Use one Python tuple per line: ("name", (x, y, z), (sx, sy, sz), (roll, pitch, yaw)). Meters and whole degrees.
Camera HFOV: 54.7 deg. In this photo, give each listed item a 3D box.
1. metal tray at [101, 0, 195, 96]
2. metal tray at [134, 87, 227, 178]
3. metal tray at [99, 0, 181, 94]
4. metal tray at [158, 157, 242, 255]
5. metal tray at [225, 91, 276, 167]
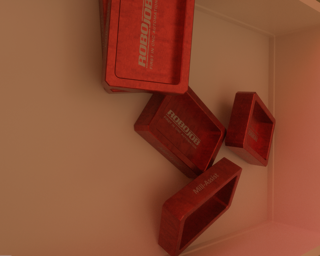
("metal tray", (-0.012, -0.104, 0.336), (0.091, 0.030, 0.129), (4, 90, -18))
("metal tray", (0.035, 0.003, 0.434), (0.130, 0.030, 0.090), (44, 64, -32))
("metal tray", (-0.022, -0.107, 0.365), (0.091, 0.030, 0.129), (-4, 93, -18))
("metal tray", (0.056, 0.107, 0.426), (0.131, 0.030, 0.089), (-28, 138, -37))
("metal tray", (0.154, 0.005, 0.514), (0.130, 0.030, 0.090), (31, 70, -51))
